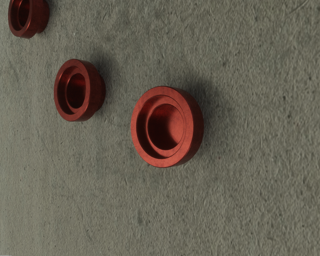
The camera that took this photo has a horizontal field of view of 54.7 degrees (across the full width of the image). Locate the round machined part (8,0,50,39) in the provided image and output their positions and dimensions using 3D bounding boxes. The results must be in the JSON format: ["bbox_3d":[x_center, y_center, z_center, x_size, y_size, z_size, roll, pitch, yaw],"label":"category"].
[{"bbox_3d":[-0.252,-0.223,0.603,0.098,0.042,0.097,0,90,40],"label":"round machined part"}]

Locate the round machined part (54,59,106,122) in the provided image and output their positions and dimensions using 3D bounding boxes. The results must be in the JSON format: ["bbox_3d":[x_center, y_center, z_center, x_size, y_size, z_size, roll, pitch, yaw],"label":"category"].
[{"bbox_3d":[-0.125,-0.059,0.497,0.098,0.042,0.097,0,90,40],"label":"round machined part"}]

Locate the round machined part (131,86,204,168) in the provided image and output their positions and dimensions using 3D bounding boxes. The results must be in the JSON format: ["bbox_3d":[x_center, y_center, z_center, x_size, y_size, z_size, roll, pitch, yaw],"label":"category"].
[{"bbox_3d":[0.013,-0.001,0.383,0.098,0.042,0.097,0,90,40],"label":"round machined part"}]
